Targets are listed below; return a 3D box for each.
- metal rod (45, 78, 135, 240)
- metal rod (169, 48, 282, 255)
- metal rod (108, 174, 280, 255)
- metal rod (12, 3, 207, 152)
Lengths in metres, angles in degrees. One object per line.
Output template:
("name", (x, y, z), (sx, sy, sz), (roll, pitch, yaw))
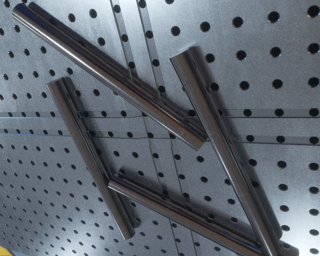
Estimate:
("metal rod", (-0.106, 0.062, 0.506), (0.025, 0.025, 0.299), (-7, 115, 31))
("metal rod", (0.089, 0.042, 0.390), (0.025, 0.025, 0.299), (-17, 110, 35))
("metal rod", (0.056, 0.146, 0.471), (0.301, 0.025, 0.025), (24, 127, 13))
("metal rod", (-0.067, -0.068, 0.405), (0.300, 0.025, 0.025), (36, 129, 4))
